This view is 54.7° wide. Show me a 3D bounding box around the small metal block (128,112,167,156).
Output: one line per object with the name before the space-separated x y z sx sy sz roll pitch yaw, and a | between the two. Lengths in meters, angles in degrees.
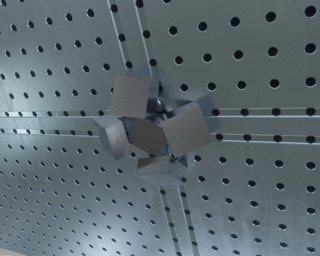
small metal block | -0.012 0.006 0.419 0.050 0.025 0.050 28 128 10

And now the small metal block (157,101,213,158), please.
small metal block | 0.031 0.002 0.380 0.050 0.025 0.050 -23 110 -1

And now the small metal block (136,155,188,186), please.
small metal block | 0.003 0.061 0.430 0.050 0.025 0.050 -9 150 32

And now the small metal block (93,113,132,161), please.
small metal block | -0.067 0.012 0.437 0.050 0.025 0.050 29 138 56

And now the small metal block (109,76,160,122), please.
small metal block | -0.032 -0.037 0.388 0.050 0.025 0.050 6 85 25
